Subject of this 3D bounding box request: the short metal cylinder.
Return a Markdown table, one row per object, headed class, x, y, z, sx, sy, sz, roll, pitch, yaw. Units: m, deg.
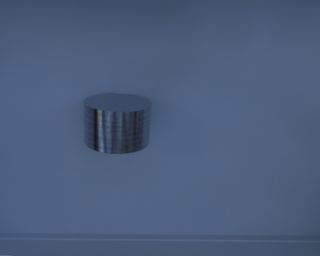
| class | x | y | z | sx | sy | sz | roll | pitch | yaw |
| --- | --- | --- | --- | --- | --- | --- | --- | --- | --- |
| short metal cylinder | -0.052 | -0.008 | 0.379 | 0.080 | 0.080 | 0.050 | 4 | 110 | -2 |
